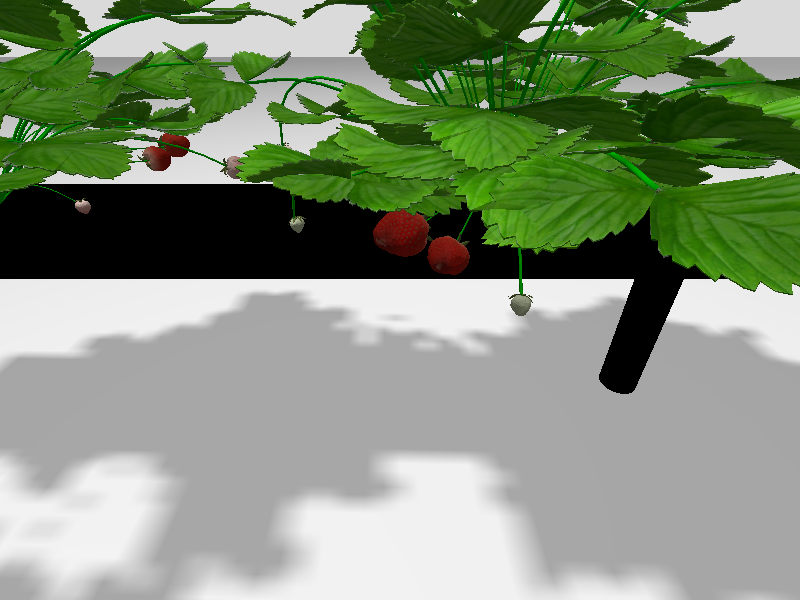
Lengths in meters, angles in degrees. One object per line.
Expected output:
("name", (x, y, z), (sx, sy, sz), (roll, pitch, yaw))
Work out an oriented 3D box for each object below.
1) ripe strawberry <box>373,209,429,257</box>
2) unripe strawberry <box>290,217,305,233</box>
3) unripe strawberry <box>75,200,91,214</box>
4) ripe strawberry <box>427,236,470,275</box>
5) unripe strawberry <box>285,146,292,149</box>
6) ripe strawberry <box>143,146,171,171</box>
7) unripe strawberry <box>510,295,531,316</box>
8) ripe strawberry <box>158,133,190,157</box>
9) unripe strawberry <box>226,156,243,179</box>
("ripe strawberry", (-0.001, -0.043, 0.267), (0.037, 0.033, 0.034), (24, 41, 33))
("unripe strawberry", (-0.079, -0.057, 0.307), (0.011, 0.012, 0.011), (-11, 35, -17))
("unripe strawberry", (-0.277, -0.081, 0.351), (0.011, 0.011, 0.011), (4, 33, 7))
("ripe strawberry", (0.029, -0.027, 0.250), (0.027, 0.023, 0.027), (14, 36, 20))
("unripe strawberry", (-0.142, -0.180, 0.494), (0.019, 0.020, 0.018), (21, 39, 29))
("ripe strawberry", (-0.278, -0.163, 0.461), (0.026, 0.027, 0.028), (21, 38, 29))
("unripe strawberry", (0.066, 0.003, 0.218), (0.011, 0.011, 0.010), (4, -10, 6))
("ripe strawberry", (-0.284, -0.197, 0.506), (0.036, 0.031, 0.036), (14, 35, 20))
("unripe strawberry", (-0.172, -0.141, 0.427), (0.024, 0.023, 0.026), (-3, 31, -26))
